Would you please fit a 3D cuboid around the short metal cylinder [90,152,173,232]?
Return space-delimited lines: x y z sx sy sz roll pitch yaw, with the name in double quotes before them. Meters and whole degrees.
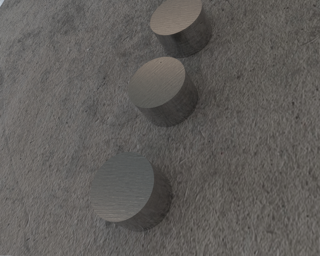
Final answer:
"short metal cylinder" -0.032 0.074 0.359 0.080 0.050 0.080 -13 56 21

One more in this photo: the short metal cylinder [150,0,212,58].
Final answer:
"short metal cylinder" 0.032 -0.152 0.465 0.080 0.050 0.080 -13 56 21

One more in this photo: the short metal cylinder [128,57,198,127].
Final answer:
"short metal cylinder" 0.005 -0.048 0.415 0.080 0.050 0.080 -13 56 21
